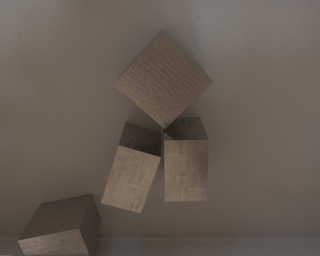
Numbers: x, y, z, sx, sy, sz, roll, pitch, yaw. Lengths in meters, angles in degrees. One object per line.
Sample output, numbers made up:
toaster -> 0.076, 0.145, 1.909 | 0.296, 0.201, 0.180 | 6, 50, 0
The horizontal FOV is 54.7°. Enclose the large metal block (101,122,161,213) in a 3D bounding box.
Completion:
large metal block -> -0.035, 0.048, 0.399 | 0.050, 0.080, 0.079 | 17, 109, -7

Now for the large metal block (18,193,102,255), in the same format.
large metal block -> -0.134, 0.142, 0.433 | 0.080, 0.080, 0.050 | -12, 110, 4

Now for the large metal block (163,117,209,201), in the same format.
large metal block -> 0.030, 0.037, 0.396 | 0.050, 0.080, 0.079 | -1, 110, 0

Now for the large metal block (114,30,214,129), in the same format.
large metal block -> 0.004, -0.060, 0.376 | 0.080, 0.050, 0.080 | 42, 105, -14
